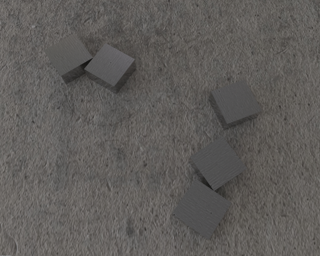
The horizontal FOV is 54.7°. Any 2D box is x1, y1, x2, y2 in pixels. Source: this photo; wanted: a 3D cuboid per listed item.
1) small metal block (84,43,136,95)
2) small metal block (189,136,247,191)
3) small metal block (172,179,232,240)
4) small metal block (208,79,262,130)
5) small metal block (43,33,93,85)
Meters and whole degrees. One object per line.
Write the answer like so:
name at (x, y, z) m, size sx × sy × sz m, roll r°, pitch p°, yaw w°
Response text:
small metal block at (-0.069, -0.084, 0.438) m, size 0.050 × 0.025 × 0.050 m, roll 31°, pitch 73°, yaw 10°
small metal block at (0.072, 0.047, 0.391) m, size 0.050 × 0.025 × 0.050 m, roll -31°, pitch 73°, yaw -11°
small metal block at (0.049, 0.098, 0.373) m, size 0.050 × 0.025 × 0.050 m, roll 34°, pitch 73°, yaw 11°
small metal block at (0.101, -0.031, 0.420) m, size 0.050 × 0.025 × 0.050 m, roll -20°, pitch 71°, yaw -7°
small metal block at (-0.128, -0.099, 0.443) m, size 0.050 × 0.025 × 0.050 m, roll -34°, pitch 74°, yaw -12°
